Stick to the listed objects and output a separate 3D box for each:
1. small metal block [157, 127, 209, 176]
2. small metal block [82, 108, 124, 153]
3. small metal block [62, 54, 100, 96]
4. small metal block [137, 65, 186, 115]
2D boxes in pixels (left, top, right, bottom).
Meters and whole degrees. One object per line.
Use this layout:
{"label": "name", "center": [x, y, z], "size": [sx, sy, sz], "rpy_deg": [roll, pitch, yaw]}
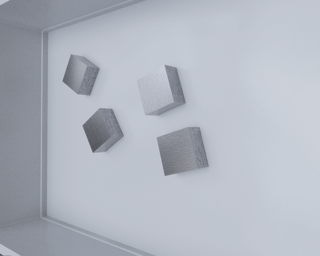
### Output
{"label": "small metal block", "center": [0.027, 0.029, 0.384], "size": [0.050, 0.025, 0.050], "rpy_deg": [-20, 78, 38]}
{"label": "small metal block", "center": [-0.089, 0.004, 0.481], "size": [0.050, 0.025, 0.050], "rpy_deg": [-39, 66, 33]}
{"label": "small metal block", "center": [-0.132, -0.089, 0.516], "size": [0.050, 0.025, 0.050], "rpy_deg": [37, 113, 33]}
{"label": "small metal block", "center": [0.001, -0.048, 0.406], "size": [0.050, 0.025, 0.050], "rpy_deg": [-22, 76, 38]}
